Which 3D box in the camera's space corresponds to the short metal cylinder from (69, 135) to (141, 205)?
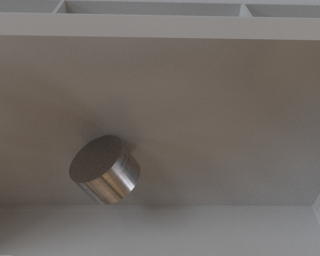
[{"bbox_3d":[-0.074,0.056,0.419,0.080,0.080,0.050,-20,128,16],"label":"short metal cylinder"}]
